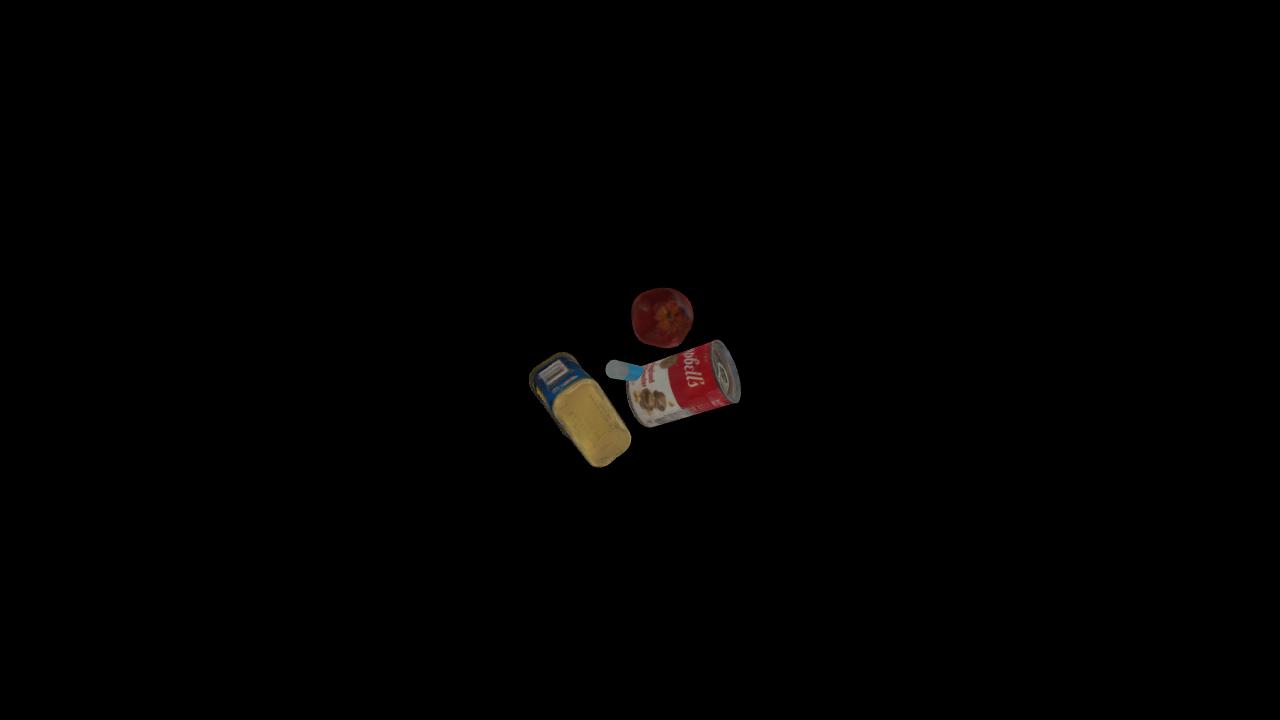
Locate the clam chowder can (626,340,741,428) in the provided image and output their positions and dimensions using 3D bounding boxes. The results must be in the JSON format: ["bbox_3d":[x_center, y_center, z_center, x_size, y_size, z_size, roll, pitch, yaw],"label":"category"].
[{"bbox_3d":[0.044,0.026,0.639,0.102,0.068,0.068,-20,-9,25],"label":"clam chowder can"}]

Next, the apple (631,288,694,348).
[{"bbox_3d":[0.027,-0.052,0.752,0.079,0.079,0.093,0,5,-5],"label":"apple"}]

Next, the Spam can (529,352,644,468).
[{"bbox_3d":[-0.062,0.051,0.635,0.058,0.101,0.085,-36,27,-9],"label":"Spam can"}]

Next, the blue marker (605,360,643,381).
[{"bbox_3d":[0.006,0.016,0.654,0.020,0.020,0.121,0,-7,33],"label":"blue marker"}]
